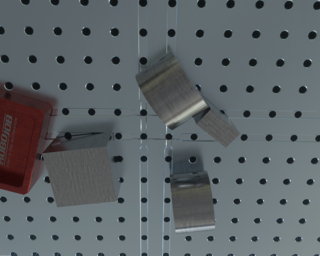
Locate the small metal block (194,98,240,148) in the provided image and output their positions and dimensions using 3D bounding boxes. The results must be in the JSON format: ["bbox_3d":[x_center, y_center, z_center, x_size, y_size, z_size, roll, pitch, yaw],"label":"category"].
[{"bbox_3d":[0.069,-0.009,0.396,0.050,0.050,0.025,37,106,-17],"label":"small metal block"}]

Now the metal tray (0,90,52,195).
[{"bbox_3d":[-0.206,0.019,0.415,0.091,0.030,0.129,17,109,-6],"label":"metal tray"}]

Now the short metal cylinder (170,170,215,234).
[{"bbox_3d":[0.043,0.100,0.421,0.050,0.080,0.079,-6,110,2],"label":"short metal cylinder"}]

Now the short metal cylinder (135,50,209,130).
[{"bbox_3d":[0.015,-0.044,0.368,0.050,0.080,0.080,-33,107,11],"label":"short metal cylinder"}]

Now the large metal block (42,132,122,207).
[{"bbox_3d":[-0.101,0.055,0.419,0.080,0.050,0.079,-6,110,2],"label":"large metal block"}]
